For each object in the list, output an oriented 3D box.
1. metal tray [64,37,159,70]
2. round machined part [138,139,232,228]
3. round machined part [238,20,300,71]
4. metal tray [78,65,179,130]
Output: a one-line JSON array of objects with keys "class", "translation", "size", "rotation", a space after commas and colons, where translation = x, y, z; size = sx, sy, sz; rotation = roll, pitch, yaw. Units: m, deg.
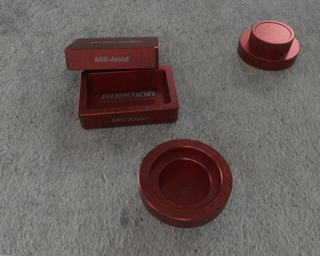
[{"class": "metal tray", "translation": [-0.068, -0.115, 0.472], "size": [0.131, 0.030, 0.090], "rotation": [-1, 26, -1]}, {"class": "round machined part", "translation": [0.026, 0.063, 0.340], "size": [0.099, 0.042, 0.098], "rotation": [0, 50, 0]}, {"class": "round machined part", "translation": [0.182, -0.142, 0.514], "size": [0.099, 0.042, 0.098], "rotation": [0, 50, 0]}, {"class": "metal tray", "translation": [-0.045, -0.046, 0.437], "size": [0.131, 0.030, 0.090], "rotation": [-5, 50, -5]}]
